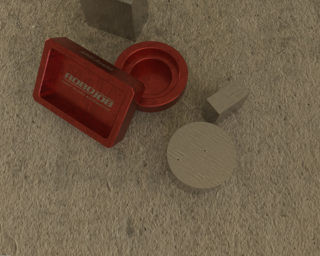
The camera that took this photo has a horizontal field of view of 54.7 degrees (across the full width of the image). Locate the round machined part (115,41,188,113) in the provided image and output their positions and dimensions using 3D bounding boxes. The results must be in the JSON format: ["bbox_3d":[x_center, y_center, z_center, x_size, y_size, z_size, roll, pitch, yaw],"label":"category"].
[{"bbox_3d":[-0.013,-0.066,0.423,0.099,0.042,0.098,0,70,0],"label":"round machined part"}]

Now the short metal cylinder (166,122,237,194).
[{"bbox_3d":[0.048,0.038,0.381,0.081,0.050,0.080,0,70,0],"label":"short metal cylinder"}]

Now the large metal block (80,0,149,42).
[{"bbox_3d":[-0.065,-0.179,0.444,0.080,0.080,0.050,21,72,7],"label":"large metal block"}]

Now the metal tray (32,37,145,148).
[{"bbox_3d":[-0.093,-0.045,0.392,0.130,0.089,0.030,32,28,10],"label":"metal tray"}]

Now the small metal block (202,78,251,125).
[{"bbox_3d":[0.085,-0.031,0.407,0.050,0.050,0.025,-34,74,-12],"label":"small metal block"}]
